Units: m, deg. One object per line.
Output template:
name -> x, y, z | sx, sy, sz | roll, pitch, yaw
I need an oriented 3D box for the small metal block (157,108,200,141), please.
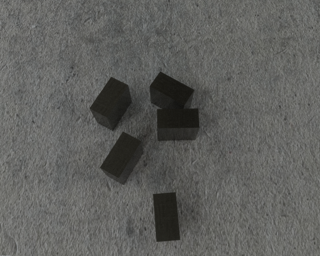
small metal block -> 0.022, -0.003, 0.396 | 0.050, 0.050, 0.025 | -1, 70, 0

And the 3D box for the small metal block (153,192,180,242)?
small metal block -> 0.007, 0.104, 0.357 | 0.025, 0.050, 0.050 | -4, 70, -2

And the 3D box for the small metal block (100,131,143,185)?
small metal block -> -0.045, 0.039, 0.380 | 0.025, 0.050, 0.050 | 28, 72, 9

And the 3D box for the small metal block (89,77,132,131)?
small metal block -> -0.063, -0.030, 0.405 | 0.025, 0.050, 0.050 | 27, 72, 9

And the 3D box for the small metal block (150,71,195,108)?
small metal block -> 0.015, -0.042, 0.410 | 0.050, 0.050, 0.025 | 30, 73, 10
